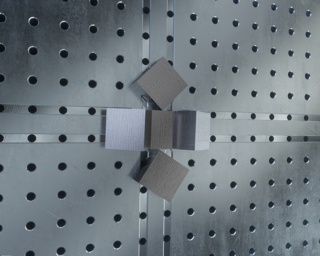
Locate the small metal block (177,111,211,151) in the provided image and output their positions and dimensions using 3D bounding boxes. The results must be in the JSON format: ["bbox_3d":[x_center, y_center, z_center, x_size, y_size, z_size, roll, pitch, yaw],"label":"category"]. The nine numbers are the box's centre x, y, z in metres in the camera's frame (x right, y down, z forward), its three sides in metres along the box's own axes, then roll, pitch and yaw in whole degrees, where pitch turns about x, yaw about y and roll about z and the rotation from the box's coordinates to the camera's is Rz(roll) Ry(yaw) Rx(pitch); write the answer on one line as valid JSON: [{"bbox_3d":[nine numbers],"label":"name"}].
[{"bbox_3d":[0.046,0.004,0.415,0.050,0.025,0.050,4,88,-60],"label":"small metal block"}]

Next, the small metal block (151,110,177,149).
[{"bbox_3d":[0.001,0.002,0.412,0.050,0.025,0.050,1,89,-20],"label":"small metal block"}]

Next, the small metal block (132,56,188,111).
[{"bbox_3d":[0.000,-0.057,0.412,0.050,0.025,0.050,-46,104,-15],"label":"small metal block"}]

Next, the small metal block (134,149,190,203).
[{"bbox_3d":[0.002,0.062,0.413,0.050,0.025,0.050,36,79,-15],"label":"small metal block"}]

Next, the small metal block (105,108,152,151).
[{"bbox_3d":[-0.039,0.002,0.385,0.050,0.025,0.050,2,90,16],"label":"small metal block"}]
